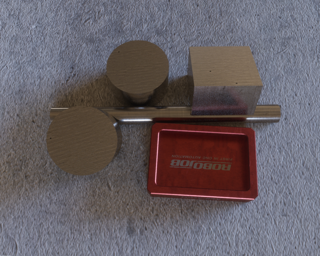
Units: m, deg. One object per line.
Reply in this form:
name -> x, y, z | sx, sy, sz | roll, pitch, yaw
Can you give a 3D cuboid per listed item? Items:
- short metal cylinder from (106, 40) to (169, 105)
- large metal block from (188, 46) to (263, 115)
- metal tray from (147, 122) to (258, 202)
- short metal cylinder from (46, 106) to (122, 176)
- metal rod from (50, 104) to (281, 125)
short metal cylinder -> -0.029, -0.071, 0.422 | 0.081, 0.050, 0.080 | 0, 69, 0
large metal block -> 0.080, -0.063, 0.406 | 0.081, 0.050, 0.080 | -1, 49, -1
metal tray -> 0.052, 0.043, 0.390 | 0.131, 0.030, 0.090 | 3, 70, 1
short metal cylinder -> -0.089, 0.014, 0.377 | 0.081, 0.050, 0.079 | 0, 91, -1
metal rod -> 0.008, -0.018, 0.417 | 0.302, 0.025, 0.025 | -1, 70, -1
